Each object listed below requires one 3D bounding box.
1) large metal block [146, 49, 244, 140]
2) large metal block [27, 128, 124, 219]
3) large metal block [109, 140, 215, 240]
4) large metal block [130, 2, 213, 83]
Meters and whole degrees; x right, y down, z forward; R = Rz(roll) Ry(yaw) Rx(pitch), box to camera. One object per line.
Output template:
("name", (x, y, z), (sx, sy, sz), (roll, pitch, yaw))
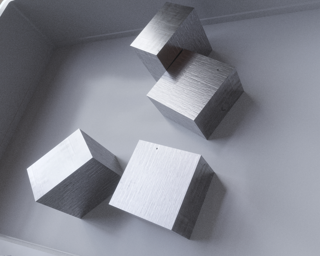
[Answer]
("large metal block", (0.045, -0.044, 0.392), (0.080, 0.050, 0.080), (31, 79, 37))
("large metal block", (-0.100, 0.059, 0.385), (0.080, 0.080, 0.050), (-38, 51, 3))
("large metal block", (0.004, 0.067, 0.346), (0.080, 0.050, 0.080), (12, 68, 33))
("large metal block", (0.019, -0.111, 0.427), (0.050, 0.080, 0.080), (30, 78, 37))
